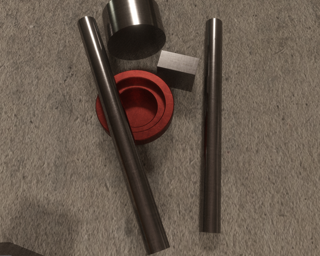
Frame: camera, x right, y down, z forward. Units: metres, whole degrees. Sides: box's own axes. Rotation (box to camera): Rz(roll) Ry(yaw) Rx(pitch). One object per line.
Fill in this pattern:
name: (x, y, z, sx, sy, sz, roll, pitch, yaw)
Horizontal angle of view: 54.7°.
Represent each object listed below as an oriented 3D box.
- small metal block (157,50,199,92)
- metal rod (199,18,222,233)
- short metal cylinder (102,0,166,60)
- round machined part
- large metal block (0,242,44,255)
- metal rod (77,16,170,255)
small metal block: (0.024, -0.077, 0.423, 0.050, 0.050, 0.025, 14, 71, 4)
metal rod: (0.070, -0.017, 0.415, 0.025, 0.025, 0.299, 4, 70, 1)
short metal cylinder: (-0.036, -0.137, 0.429, 0.081, 0.080, 0.050, -11, 71, -4)
round machined part: (-0.031, -0.024, 0.407, 0.099, 0.042, 0.098, 0, 70, -1)
large metal block: (-0.149, 0.158, 0.319, 0.080, 0.080, 0.050, 19, 71, 6)
metal rod: (-0.050, -0.007, 0.365, 0.025, 0.025, 0.299, -18, 71, -7)
